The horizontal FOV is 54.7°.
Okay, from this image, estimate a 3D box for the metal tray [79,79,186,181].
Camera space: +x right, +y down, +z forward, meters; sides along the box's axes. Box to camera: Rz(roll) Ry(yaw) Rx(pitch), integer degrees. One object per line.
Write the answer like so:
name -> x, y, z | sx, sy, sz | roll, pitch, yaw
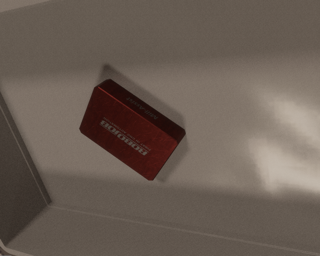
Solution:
metal tray -> -0.041, 0.004, 0.428 | 0.130, 0.030, 0.089 | 35, 129, 4
